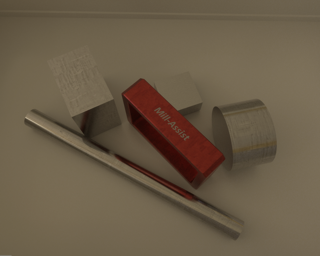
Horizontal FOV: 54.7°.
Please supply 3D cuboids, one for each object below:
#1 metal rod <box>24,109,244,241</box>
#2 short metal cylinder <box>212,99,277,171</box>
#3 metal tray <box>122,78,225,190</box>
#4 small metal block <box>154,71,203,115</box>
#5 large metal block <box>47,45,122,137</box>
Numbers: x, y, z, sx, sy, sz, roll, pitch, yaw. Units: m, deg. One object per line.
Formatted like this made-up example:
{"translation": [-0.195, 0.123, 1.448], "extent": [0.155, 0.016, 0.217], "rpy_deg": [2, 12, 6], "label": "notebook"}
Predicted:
{"translation": [-0.039, 0.054, 0.388], "extent": [0.301, 0.025, 0.025], "rpy_deg": [27, 72, 9], "label": "metal rod"}
{"translation": [0.099, 0.008, 0.377], "extent": [0.050, 0.080, 0.080], "rpy_deg": [-11, 71, -3], "label": "short metal cylinder"}
{"translation": [0.012, 0.010, 0.369], "extent": [0.030, 0.090, 0.130], "rpy_deg": [-42, 76, -14], "label": "metal tray"}
{"translation": [0.024, -0.044, 0.423], "extent": [0.050, 0.025, 0.050], "rpy_deg": [-19, 71, -7], "label": "small metal block"}
{"translation": [-0.092, -0.042, 0.393], "extent": [0.050, 0.080, 0.080], "rpy_deg": [-25, 72, -9], "label": "large metal block"}
